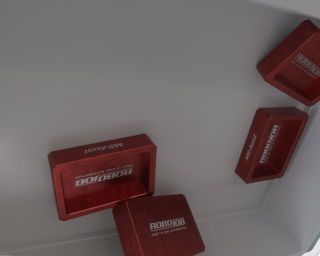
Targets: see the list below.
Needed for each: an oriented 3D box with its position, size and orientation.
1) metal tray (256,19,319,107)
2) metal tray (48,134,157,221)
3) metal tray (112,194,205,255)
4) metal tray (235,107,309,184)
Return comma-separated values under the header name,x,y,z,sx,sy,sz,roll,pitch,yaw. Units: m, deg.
name,x,y,z,sx,sy,sz,roll,pitch,yaw
metal tray,0.216,-0.087,0.449,0.131,0.030,0.090,18,129,-36
metal tray,-0.071,0.063,0.405,0.131,0.030,0.089,-11,123,-23
metal tray,0.002,0.142,0.430,0.030,0.090,0.131,-37,152,30
metal tray,0.188,0.030,0.525,0.091,0.030,0.129,-3,120,-27
